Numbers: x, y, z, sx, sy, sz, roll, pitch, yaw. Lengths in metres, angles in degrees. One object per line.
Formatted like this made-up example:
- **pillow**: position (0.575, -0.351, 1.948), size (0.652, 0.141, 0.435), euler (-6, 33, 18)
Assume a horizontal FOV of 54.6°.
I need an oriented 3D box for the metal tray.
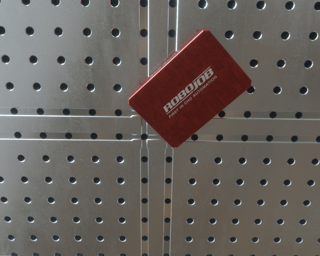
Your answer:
- **metal tray**: position (0.036, -0.048, 0.393), size (0.130, 0.030, 0.090), euler (-41, 105, 13)
